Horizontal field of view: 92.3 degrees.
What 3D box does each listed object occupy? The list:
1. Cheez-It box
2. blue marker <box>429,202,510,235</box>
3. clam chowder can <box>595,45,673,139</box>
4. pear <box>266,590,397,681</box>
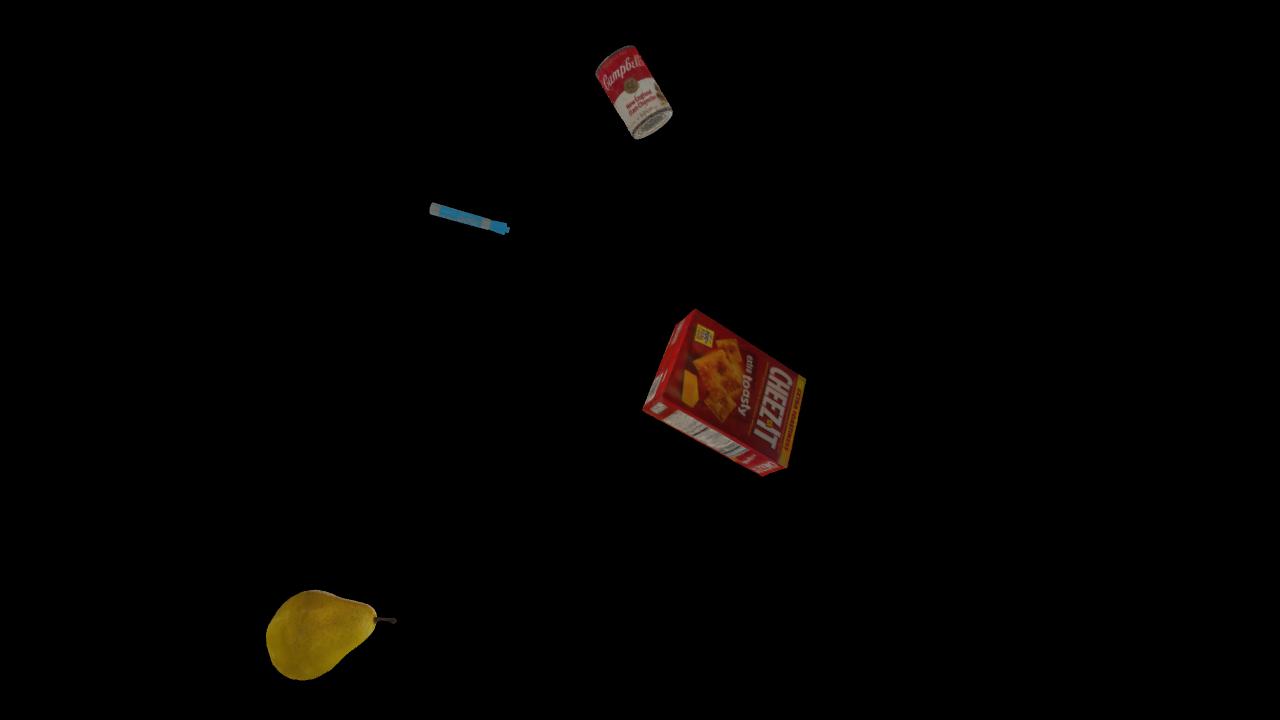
[{"bbox_3d":[0.133,0.051,0.926,0.223,0.166,0.071,31,-32,-13],"label":"Cheez-It box"},{"bbox_3d":[-0.260,-0.216,0.944,0.121,0.020,0.020,15,-1,-5],"label":"blue marker"},{"bbox_3d":[-0.007,-0.369,0.853,0.068,0.102,0.068,-31,2,1],"label":"clam chowder can"},{"bbox_3d":[-0.295,0.255,0.592,0.111,0.080,0.080,-22,1,-2],"label":"pear"}]
